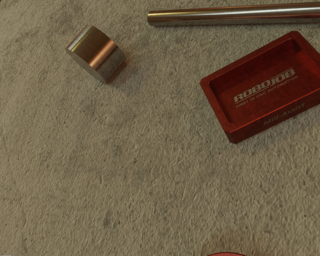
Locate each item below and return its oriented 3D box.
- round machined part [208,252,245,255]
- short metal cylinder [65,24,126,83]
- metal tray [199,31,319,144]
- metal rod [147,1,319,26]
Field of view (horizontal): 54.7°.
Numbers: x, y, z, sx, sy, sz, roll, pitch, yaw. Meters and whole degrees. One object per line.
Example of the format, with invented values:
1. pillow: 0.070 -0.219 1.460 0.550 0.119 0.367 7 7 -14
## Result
1. round machined part: 0.063 0.160 0.261 0.098 0.042 0.098 -13 56 20
2. short metal cylinder: -0.102 -0.116 0.491 0.080 0.080 0.050 33 80 38
3. metal tray: 0.123 -0.049 0.365 0.130 0.030 0.090 -27 52 10
4. metal rod: 0.112 -0.162 0.443 0.300 0.025 0.025 11 67 32
